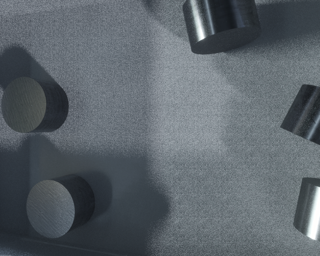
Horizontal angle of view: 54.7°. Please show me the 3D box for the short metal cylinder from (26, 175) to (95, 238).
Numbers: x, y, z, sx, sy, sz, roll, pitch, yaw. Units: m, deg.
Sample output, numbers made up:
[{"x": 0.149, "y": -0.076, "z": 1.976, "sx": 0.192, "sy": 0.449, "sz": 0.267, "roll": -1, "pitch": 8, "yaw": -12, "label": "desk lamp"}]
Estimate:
[{"x": -0.142, "y": 0.111, "z": 0.447, "sx": 0.080, "sy": 0.050, "sz": 0.080, "roll": 0, "pitch": 90, "yaw": 20, "label": "short metal cylinder"}]

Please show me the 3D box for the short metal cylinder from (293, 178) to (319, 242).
[{"x": 0.184, "y": 0.086, "z": 0.316, "sx": 0.080, "sy": 0.080, "sz": 0.050, "roll": 11, "pitch": 94, "yaw": 19, "label": "short metal cylinder"}]

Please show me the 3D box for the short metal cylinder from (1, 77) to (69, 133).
[{"x": -0.186, "y": -0.033, "z": 0.463, "sx": 0.080, "sy": 0.050, "sz": 0.080, "roll": 0, "pitch": 90, "yaw": 20, "label": "short metal cylinder"}]

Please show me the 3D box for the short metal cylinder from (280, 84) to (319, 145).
[{"x": 0.174, "y": -0.006, "z": 0.320, "sx": 0.080, "sy": 0.080, "sz": 0.050, "roll": 27, "pitch": 99, "yaw": 18, "label": "short metal cylinder"}]

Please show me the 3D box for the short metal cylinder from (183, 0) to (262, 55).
[{"x": 0.070, "y": -0.123, "z": 0.356, "sx": 0.080, "sy": 0.080, "sz": 0.050, "roll": -13, "pitch": 86, "yaw": 19, "label": "short metal cylinder"}]
